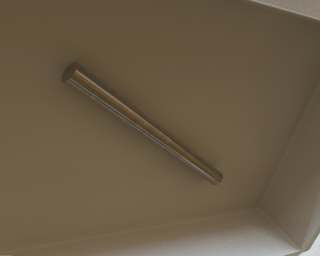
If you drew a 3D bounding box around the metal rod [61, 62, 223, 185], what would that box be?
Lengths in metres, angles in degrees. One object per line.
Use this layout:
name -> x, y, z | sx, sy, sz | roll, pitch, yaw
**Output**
metal rod -> 0.000, 0.012, 0.415 | 0.025, 0.025, 0.301 | -48, 129, 6
